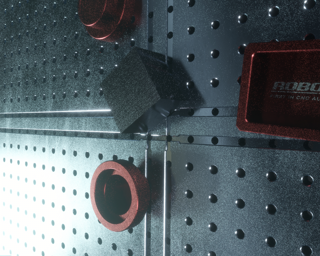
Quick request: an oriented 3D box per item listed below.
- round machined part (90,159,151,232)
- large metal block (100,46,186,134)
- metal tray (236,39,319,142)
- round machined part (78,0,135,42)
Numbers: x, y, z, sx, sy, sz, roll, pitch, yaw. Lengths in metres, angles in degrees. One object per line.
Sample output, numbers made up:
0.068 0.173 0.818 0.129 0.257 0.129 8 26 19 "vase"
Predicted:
-0.052 0.093 0.442 0.098 0.042 0.097 0 90 40 "round machined part"
-0.025 -0.047 0.414 0.080 0.050 0.080 -39 66 33 "large metal block"
0.141 -0.034 0.289 0.130 0.030 0.089 9 96 39 "metal tray"
-0.088 -0.185 0.471 0.098 0.042 0.097 0 90 40 "round machined part"
